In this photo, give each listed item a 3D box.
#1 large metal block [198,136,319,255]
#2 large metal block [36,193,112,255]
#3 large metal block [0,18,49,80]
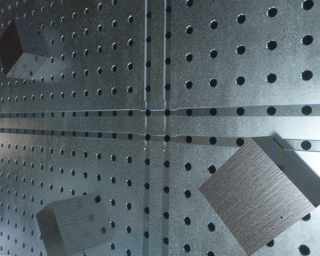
[{"bbox_3d":[0.100,0.065,0.309,0.080,0.050,0.080,-51,60,27],"label":"large metal block"},{"bbox_3d":[-0.133,0.154,0.480,0.050,0.081,0.080,-39,67,33],"label":"large metal block"},{"bbox_3d":[-0.273,-0.154,0.615,0.080,0.050,0.080,-33,70,34],"label":"large metal block"}]
